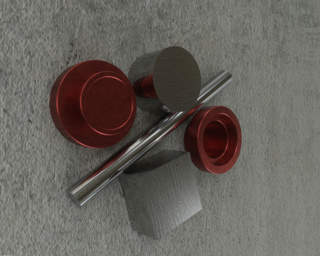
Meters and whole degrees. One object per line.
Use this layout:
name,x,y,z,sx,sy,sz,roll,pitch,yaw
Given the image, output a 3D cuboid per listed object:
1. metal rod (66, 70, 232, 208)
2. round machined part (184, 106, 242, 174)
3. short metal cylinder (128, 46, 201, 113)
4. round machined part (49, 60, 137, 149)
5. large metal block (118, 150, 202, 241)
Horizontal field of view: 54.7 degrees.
metal rod,0.006,-0.003,0.413,0.302,0.025,0.025,-39,114,-33
round machined part,0.074,0.017,0.457,0.099,0.042,0.097,0,90,-40
short metal cylinder,0.007,-0.059,0.395,0.081,0.050,0.079,0,90,-40
round machined part,-0.065,-0.026,0.340,0.099,0.042,0.097,0,90,-40
large metal block,0.001,0.079,0.392,0.081,0.050,0.080,-22,104,-38
